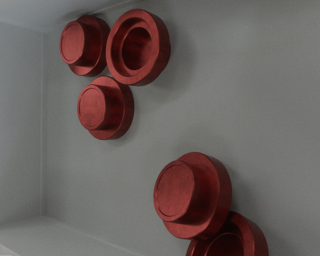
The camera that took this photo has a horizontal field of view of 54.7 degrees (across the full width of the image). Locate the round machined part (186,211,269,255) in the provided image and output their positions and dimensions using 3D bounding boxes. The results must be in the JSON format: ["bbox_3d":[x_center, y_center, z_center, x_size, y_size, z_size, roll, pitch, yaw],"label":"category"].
[{"bbox_3d":[0.071,0.139,0.316,0.098,0.042,0.098,-46,22,26],"label":"round machined part"}]

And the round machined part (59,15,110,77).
[{"bbox_3d":[-0.125,-0.133,0.499,0.098,0.042,0.097,0,90,40],"label":"round machined part"}]

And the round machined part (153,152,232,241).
[{"bbox_3d":[0.029,0.074,0.349,0.098,0.042,0.098,-31,49,43],"label":"round machined part"}]

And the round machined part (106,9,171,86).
[{"bbox_3d":[-0.024,-0.105,0.416,0.098,0.042,0.097,0,90,40],"label":"round machined part"}]

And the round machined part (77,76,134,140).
[{"bbox_3d":[-0.088,-0.030,0.469,0.098,0.042,0.097,0,90,40],"label":"round machined part"}]
